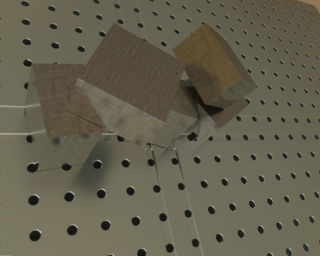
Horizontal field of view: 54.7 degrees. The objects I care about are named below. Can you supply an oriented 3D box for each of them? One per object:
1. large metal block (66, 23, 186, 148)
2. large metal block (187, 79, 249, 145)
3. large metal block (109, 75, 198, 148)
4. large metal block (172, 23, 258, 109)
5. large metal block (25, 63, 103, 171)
[{"bbox_3d":[-0.030,-0.041,0.298,0.080,0.050,0.080,27,52,-11],"label":"large metal block"},{"bbox_3d":[0.069,-0.036,0.453,0.081,0.050,0.080,-35,81,-39],"label":"large metal block"},{"bbox_3d":[-0.009,-0.024,0.383,0.081,0.080,0.050,17,55,-19],"label":"large metal block"},{"bbox_3d":[0.071,-0.074,0.389,0.080,0.050,0.080,1,57,-61],"label":"large metal block"},{"bbox_3d":[-0.104,-0.010,0.323,0.050,0.080,0.080,-6,65,-31],"label":"large metal block"}]
